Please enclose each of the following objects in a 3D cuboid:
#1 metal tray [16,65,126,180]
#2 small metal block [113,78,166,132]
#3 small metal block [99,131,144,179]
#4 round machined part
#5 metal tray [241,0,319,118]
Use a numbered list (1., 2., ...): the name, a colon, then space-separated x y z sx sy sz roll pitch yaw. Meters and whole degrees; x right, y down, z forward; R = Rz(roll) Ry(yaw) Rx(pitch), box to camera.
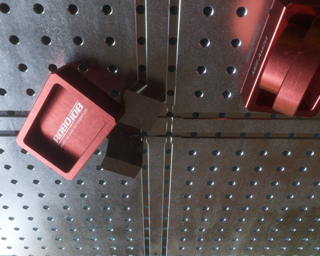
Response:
1. metal tray: -0.114 -0.002 0.387 0.090 0.030 0.129 38 122 -6
2. small metal block: -0.026 -0.028 0.388 0.050 0.025 0.050 19 128 -16
3. small metal block: -0.052 0.036 0.425 0.050 0.050 0.025 20 127 -17
4. round machined part: 0.132 -0.063 0.305 0.042 0.099 0.097 27 133 19
5. metal tray: 0.155 -0.074 0.346 0.091 0.030 0.129 6 130 -5
